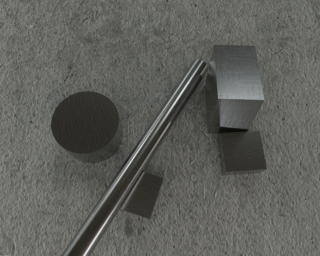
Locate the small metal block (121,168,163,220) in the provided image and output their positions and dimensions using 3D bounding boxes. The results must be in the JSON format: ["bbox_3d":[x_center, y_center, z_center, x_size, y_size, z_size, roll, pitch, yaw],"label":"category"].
[{"bbox_3d":[-0.028,0.079,0.379,0.050,0.025,0.050,17,71,6],"label":"small metal block"}]

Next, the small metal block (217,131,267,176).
[{"bbox_3d":[0.104,0.033,0.398,0.050,0.025,0.050,-4,70,-2],"label":"small metal block"}]

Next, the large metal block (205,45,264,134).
[{"bbox_3d":[0.089,-0.046,0.390,0.050,0.080,0.080,2,60,0],"label":"large metal block"}]

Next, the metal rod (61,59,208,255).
[{"bbox_3d":[-0.017,0.025,0.376,0.025,0.025,0.301,29,64,9],"label":"metal rod"}]

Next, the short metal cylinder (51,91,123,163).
[{"bbox_3d":[-0.090,0.000,0.394,0.081,0.050,0.080,0,70,0],"label":"short metal cylinder"}]
